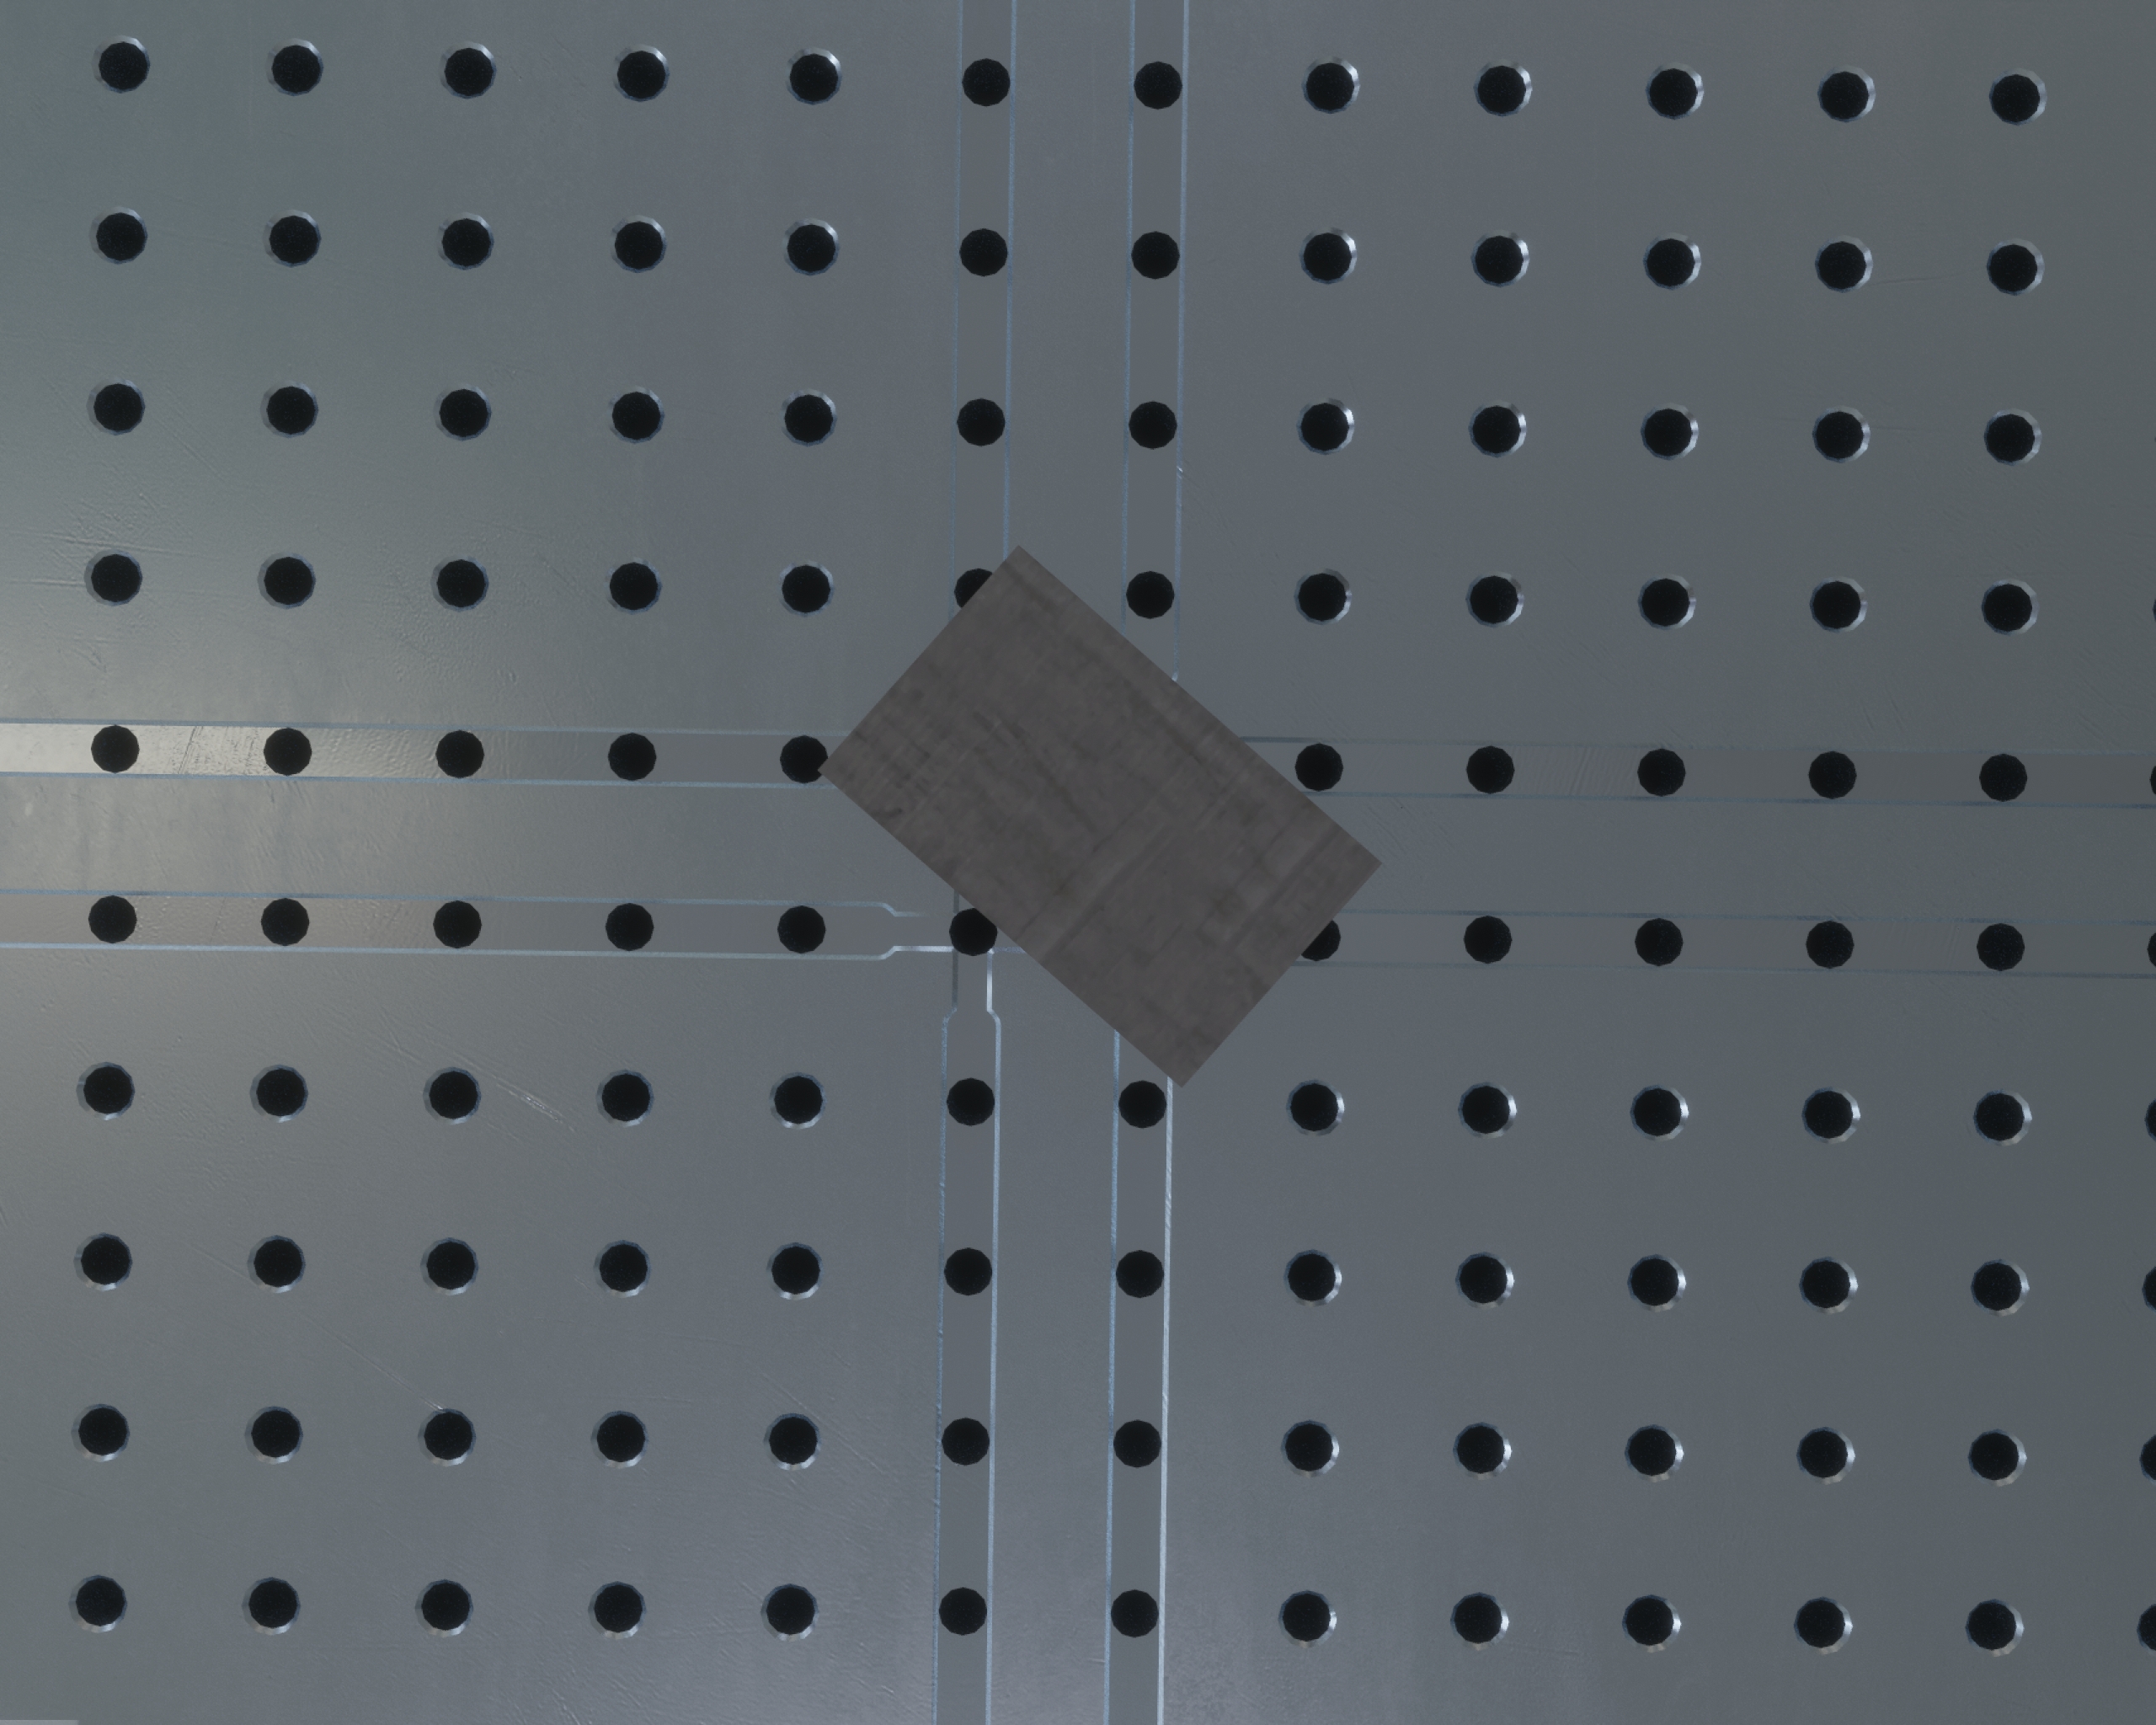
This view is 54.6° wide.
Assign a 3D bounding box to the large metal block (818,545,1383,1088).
[{"bbox_3d":[0.004,-0.008,0.386,0.080,0.080,0.050,41,90,-1],"label":"large metal block"}]
